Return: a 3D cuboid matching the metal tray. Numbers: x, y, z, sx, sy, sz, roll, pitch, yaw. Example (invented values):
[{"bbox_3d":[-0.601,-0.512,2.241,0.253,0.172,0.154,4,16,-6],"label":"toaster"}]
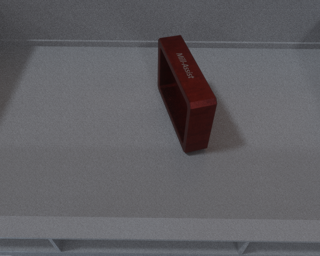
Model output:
[{"bbox_3d":[0.029,-0.045,0.398,0.030,0.090,0.130,-12,51,-11],"label":"metal tray"}]
